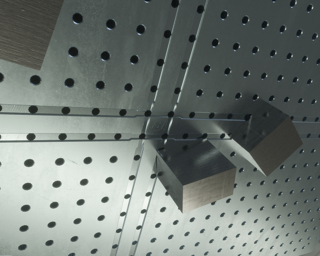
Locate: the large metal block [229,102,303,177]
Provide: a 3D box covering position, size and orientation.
[{"bbox_3d":[0.172,0.019,0.500,0.080,0.050,0.080,-43,129,2],"label":"large metal block"}]

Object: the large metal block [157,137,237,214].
[{"bbox_3d":[0.049,0.064,0.441,0.081,0.080,0.050,-15,125,-20],"label":"large metal block"}]

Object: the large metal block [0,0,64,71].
[{"bbox_3d":[-0.132,-0.104,0.258,0.081,0.050,0.080,14,111,-34],"label":"large metal block"}]
